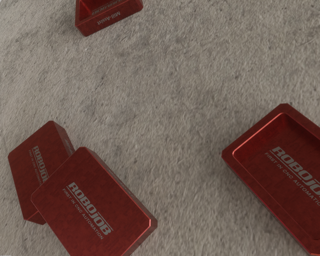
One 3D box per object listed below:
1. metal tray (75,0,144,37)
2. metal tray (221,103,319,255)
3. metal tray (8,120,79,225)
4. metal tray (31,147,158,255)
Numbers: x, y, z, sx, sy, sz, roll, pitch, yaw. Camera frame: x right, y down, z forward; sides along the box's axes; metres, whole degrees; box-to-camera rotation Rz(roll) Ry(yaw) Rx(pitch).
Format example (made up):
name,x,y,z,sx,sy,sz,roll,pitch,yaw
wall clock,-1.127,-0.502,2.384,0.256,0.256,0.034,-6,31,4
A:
name,x,y,z,sx,sy,sz,roll,pitch,yaw
metal tray,-0.100,-0.239,0.597,0.130,0.030,0.090,-20,54,16
metal tray,0.135,0.045,0.301,0.090,0.030,0.130,-39,51,1
metal tray,-0.164,0.060,0.448,0.090,0.030,0.130,-39,51,1
metal tray,-0.078,0.096,0.361,0.090,0.030,0.130,-46,66,-4
